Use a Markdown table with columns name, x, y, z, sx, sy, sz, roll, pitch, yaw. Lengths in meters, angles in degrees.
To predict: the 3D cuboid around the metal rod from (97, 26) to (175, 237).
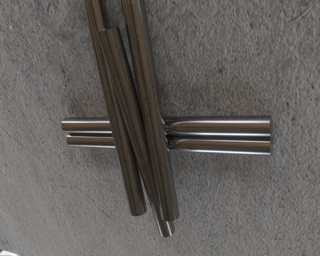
| name | x | y | z | sx | sy | sz | roll | pitch | yaw |
| --- | --- | --- | --- | --- | --- | --- | --- | --- | --- |
| metal rod | -0.023 | 0.023 | 0.400 | 0.025 | 0.025 | 0.298 | 0 | 118 | 28 |

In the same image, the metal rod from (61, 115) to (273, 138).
| name | x | y | z | sx | sy | sz | roll | pitch | yaw |
| --- | --- | --- | --- | --- | --- | --- | --- | --- | --- |
| metal rod | -0.010 | -0.003 | 0.411 | 0.300 | 0.025 | 0.025 | 0 | 119 | 27 |

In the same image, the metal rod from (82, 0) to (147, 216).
| name | x | y | z | sx | sy | sz | roll | pitch | yaw |
| --- | --- | --- | --- | --- | --- | --- | --- | --- | --- |
| metal rod | -0.054 | -0.021 | 0.395 | 0.025 | 0.025 | 0.298 | 0 | 111 | 28 |

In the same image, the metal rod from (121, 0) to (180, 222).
| name | x | y | z | sx | sy | sz | roll | pitch | yaw |
| --- | --- | --- | --- | --- | --- | --- | --- | --- | --- |
| metal rod | -0.010 | -0.021 | 0.371 | 0.025 | 0.025 | 0.298 | 0 | 111 | 28 |

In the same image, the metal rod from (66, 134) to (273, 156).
| name | x | y | z | sx | sy | sz | roll | pitch | yaw |
| --- | --- | --- | --- | --- | --- | --- | --- | --- | --- |
| metal rod | -0.006 | 0.019 | 0.423 | 0.300 | 0.025 | 0.025 | 0 | 119 | 27 |
